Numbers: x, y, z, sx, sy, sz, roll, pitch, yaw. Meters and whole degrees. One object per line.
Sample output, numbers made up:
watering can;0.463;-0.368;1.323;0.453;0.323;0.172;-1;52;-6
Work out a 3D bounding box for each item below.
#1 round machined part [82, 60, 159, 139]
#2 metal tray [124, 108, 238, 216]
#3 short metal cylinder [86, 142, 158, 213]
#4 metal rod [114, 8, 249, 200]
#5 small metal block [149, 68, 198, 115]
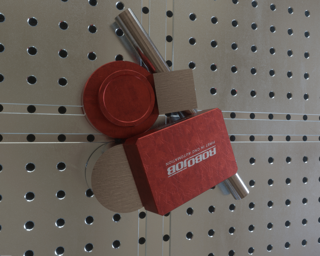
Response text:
round machined part;-0.044;-0.035;0.382;0.099;0.042;0.097;0;90;-19
metal tray;0.030;0.036;0.377;0.131;0.030;0.089;-21;98;-32
short metal cylinder;-0.047;0.057;0.378;0.081;0.050;0.079;0;90;-20
metal rod;0.036;-0.024;0.422;0.025;0.025;0.299;-38;102;-16
small metal block;0.016;-0.046;0.390;0.050;0.025;0.050;-10;96;-15
